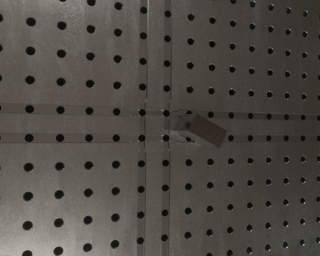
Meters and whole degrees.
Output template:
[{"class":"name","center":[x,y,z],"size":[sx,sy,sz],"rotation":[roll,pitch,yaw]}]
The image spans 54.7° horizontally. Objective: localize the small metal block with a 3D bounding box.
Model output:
[{"class":"small metal block","center":[0.054,0.004,0.421],"size":[0.050,0.050,0.025],"rotation":[28,81,-18]}]
